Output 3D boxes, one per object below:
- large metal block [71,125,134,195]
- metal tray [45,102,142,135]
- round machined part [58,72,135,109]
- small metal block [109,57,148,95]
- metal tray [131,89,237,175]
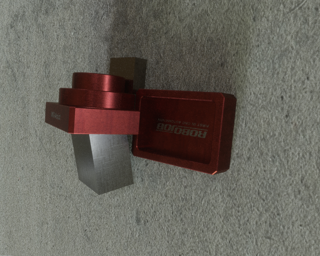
[{"bbox_3d":[-0.082,0.037,0.431,0.080,0.050,0.079,11,111,57],"label":"large metal block"},{"bbox_3d":[-0.094,-0.015,0.417,0.130,0.091,0.030,12,99,57],"label":"metal tray"},{"bbox_3d":[-0.082,-0.049,0.410,0.098,0.099,0.042,8,95,39],"label":"round machined part"},{"bbox_3d":[-0.047,-0.074,0.443,0.050,0.025,0.050,9,95,39],"label":"small metal block"},{"bbox_3d":[0.024,0.000,0.382,0.130,0.030,0.089,8,95,39],"label":"metal tray"}]
